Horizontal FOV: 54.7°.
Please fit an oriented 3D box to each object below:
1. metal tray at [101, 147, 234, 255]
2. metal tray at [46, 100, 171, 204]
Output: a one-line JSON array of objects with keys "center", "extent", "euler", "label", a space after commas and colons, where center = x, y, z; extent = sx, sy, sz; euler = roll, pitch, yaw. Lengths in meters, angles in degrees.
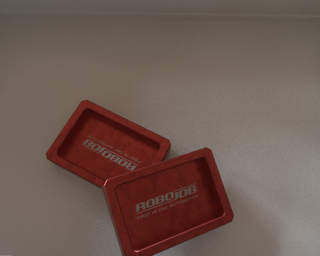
[{"center": [0.010, 0.083, 0.352], "extent": [0.131, 0.030, 0.090], "euler": [-16, 84, -19], "label": "metal tray"}, {"center": [-0.063, 0.031, 0.394], "extent": [0.130, 0.030, 0.090], "euler": [26, 72, 9], "label": "metal tray"}]
